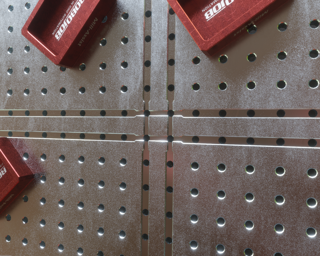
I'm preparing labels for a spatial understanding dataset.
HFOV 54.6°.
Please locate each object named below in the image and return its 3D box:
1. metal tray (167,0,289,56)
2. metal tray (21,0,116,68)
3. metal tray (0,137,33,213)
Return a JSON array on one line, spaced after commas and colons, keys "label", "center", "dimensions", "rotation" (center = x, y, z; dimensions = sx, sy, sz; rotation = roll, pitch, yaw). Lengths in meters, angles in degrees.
[{"label": "metal tray", "center": [0.086, -0.163, 0.379], "dimensions": [0.130, 0.030, 0.090], "rotation": [-35, 79, 16]}, {"label": "metal tray", "center": [-0.137, -0.167, 0.458], "dimensions": [0.090, 0.030, 0.130], "rotation": [41, 103, 15]}, {"label": "metal tray", "center": [-0.279, 0.088, 0.509], "dimensions": [0.130, 0.030, 0.090], "rotation": [-44, 76, 14]}]
